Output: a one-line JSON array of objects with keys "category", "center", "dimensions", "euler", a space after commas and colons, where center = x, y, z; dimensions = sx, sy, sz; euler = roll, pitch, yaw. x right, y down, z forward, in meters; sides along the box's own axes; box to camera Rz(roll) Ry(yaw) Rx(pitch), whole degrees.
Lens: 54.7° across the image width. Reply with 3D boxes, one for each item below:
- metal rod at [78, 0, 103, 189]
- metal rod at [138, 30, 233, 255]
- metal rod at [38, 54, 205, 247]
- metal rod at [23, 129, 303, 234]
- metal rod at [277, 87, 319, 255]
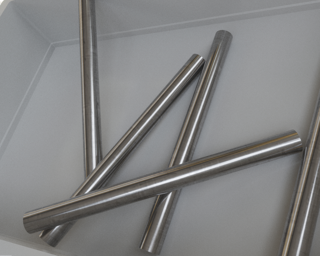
[{"category": "metal rod", "center": [-0.099, -0.060, 0.437], "dimensions": [0.025, 0.025, 0.299], "euler": [-12, 74, 21]}, {"category": "metal rod", "center": [0.039, 0.001, 0.383], "dimensions": [0.025, 0.025, 0.300], "euler": [8, 65, 31]}, {"category": "metal rod", "center": [-0.037, 0.017, 0.395], "dimensions": [0.025, 0.025, 0.300], "euler": [28, 71, 37]}, {"category": "metal rod", "center": [-0.001, 0.059, 0.332], "dimensions": [0.301, 0.025, 0.025], "euler": [-18, 54, 4]}, {"category": "metal rod", "center": [0.162, 0.013, 0.312], "dimensions": [0.025, 0.025, 0.300], "euler": [11, 67, 32]}]
